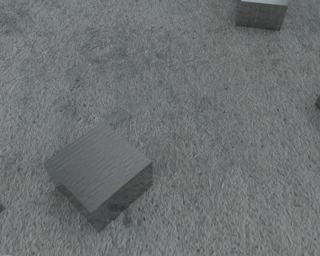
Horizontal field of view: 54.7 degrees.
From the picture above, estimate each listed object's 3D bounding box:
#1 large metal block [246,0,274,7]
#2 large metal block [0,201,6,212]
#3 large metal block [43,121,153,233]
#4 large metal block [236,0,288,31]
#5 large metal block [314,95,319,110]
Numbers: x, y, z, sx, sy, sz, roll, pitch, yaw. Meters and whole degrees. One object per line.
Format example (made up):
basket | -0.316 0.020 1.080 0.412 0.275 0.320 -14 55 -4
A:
large metal block | 0.207 -0.303 0.643 0.081 0.050 0.080 -30 56 -23
large metal block | -0.228 0.071 0.326 0.080 0.050 0.080 -34 58 -25
large metal block | -0.065 0.052 0.343 0.080 0.050 0.080 36 59 26
large metal block | 0.190 -0.231 0.582 0.080 0.050 0.080 9 51 7
large metal block | 0.275 -0.032 0.415 0.081 0.050 0.080 -15 52 -13
